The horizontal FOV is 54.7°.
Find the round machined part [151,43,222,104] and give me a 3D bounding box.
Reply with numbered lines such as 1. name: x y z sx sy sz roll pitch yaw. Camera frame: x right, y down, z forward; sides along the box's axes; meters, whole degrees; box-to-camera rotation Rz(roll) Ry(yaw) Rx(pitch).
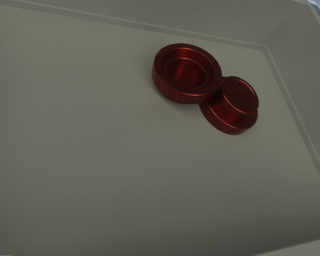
1. round machined part: 0.036 -0.073 0.449 0.099 0.042 0.098 6 57 -9

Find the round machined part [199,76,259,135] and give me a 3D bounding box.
1. round machined part: 0.113 -0.042 0.480 0.099 0.042 0.098 14 56 -21
